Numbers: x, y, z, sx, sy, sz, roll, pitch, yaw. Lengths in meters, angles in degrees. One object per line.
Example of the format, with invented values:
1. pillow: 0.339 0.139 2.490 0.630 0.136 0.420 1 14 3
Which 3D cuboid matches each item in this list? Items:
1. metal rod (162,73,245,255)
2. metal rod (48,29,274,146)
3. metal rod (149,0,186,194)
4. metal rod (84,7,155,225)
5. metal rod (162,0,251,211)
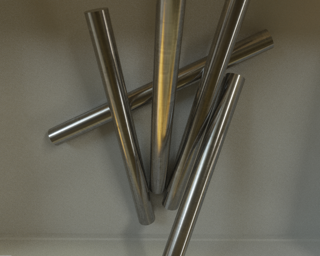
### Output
1. metal rod: 0.044 0.075 0.376 0.025 0.025 0.299 21 84 -8
2. metal rod: -0.005 -0.048 0.393 0.301 0.025 0.025 -24 109 8
3. metal rod: 0.003 -0.022 0.340 0.025 0.025 0.298 2 135 -1
4. metal rod: -0.043 0.007 0.390 0.025 0.025 0.298 -9 119 3
5. metal rod: 0.050 -0.016 0.386 0.025 0.025 0.298 13 117 -5
